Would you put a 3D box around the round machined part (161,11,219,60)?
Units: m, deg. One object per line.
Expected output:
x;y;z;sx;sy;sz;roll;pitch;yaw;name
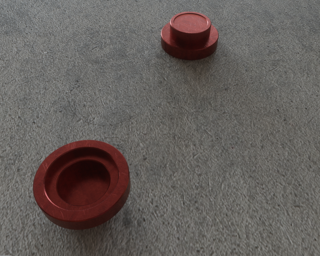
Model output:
0.051;-0.163;0.529;0.099;0.042;0.098;0;50;0;round machined part

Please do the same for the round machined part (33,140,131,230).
-0.081;0.064;0.338;0.099;0.042;0.098;0;50;0;round machined part
